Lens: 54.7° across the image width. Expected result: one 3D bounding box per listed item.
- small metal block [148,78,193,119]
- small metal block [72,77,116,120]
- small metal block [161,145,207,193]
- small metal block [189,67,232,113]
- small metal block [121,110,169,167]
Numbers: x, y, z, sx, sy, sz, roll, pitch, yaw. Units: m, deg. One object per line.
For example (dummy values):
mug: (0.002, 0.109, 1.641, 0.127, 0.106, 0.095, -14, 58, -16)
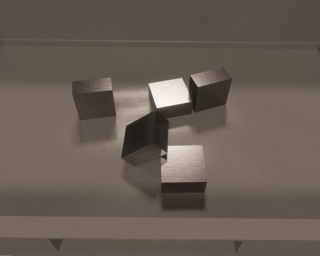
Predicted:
small metal block: (0.014, -0.042, 0.440, 0.050, 0.025, 0.050, -11, 51, -10)
small metal block: (-0.088, -0.039, 0.420, 0.050, 0.050, 0.025, -7, 51, -7)
small metal block: (0.026, 0.048, 0.365, 0.050, 0.025, 0.050, -1, 50, -1)
small metal block: (0.068, -0.053, 0.434, 0.050, 0.050, 0.025, -16, 52, -13)
small metal block: (-0.018, 0.013, 0.377, 0.050, 0.025, 0.050, -27, 42, 31)
